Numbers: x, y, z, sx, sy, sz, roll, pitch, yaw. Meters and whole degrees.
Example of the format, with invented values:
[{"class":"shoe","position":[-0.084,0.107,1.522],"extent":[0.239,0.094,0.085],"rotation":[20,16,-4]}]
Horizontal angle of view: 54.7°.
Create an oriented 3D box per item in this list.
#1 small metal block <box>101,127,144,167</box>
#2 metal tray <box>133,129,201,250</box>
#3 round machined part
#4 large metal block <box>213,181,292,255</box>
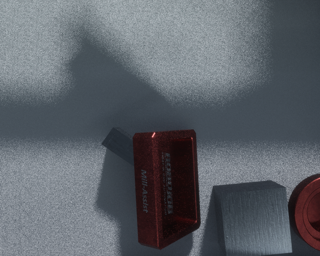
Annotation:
[{"class":"small metal block","position":[-0.043,0.023,0.398],"extent":[0.050,0.050,0.025],"rotation":[35,90,-1]},{"class":"metal tray","position":[0.011,0.068,0.379],"extent":[0.030,0.091,0.129],"rotation":[-3,90,38]},{"class":"round machined part","position":[0.216,0.107,0.406],"extent":[0.099,0.042,0.097],"rotation":[0,90,-1]},{"class":"large metal block","position":[0.117,0.115,0.401],"extent":[0.081,0.050,0.079],"rotation":[-5,90,-1]}]
